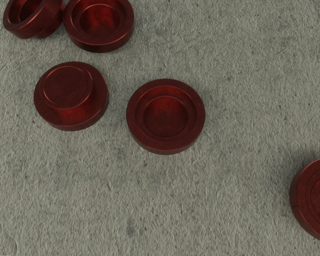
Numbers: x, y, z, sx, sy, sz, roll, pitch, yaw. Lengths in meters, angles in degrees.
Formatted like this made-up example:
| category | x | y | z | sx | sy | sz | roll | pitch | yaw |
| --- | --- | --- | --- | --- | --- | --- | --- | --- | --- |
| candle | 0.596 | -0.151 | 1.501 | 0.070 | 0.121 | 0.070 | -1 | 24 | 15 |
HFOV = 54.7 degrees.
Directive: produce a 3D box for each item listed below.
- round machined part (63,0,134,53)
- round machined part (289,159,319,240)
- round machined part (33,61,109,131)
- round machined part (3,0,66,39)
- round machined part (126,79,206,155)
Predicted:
| category | x | y | z | sx | sy | sz | roll | pitch | yaw |
| --- | --- | --- | --- | --- | --- | --- | --- | --- | --- |
| round machined part | -0.086 | -0.151 | 0.452 | 0.099 | 0.042 | 0.098 | 1 | 70 | -3 |
| round machined part | 0.203 | 0.087 | 0.368 | 0.099 | 0.042 | 0.098 | 0 | 70 | 0 |
| round machined part | -0.121 | -0.048 | 0.416 | 0.099 | 0.042 | 0.098 | 0 | 70 | 0 |
| round machined part | -0.174 | -0.169 | 0.445 | 0.098 | 0.042 | 0.098 | -13 | 63 | 26 |
| round machined part | 0.007 | -0.012 | 0.403 | 0.099 | 0.042 | 0.098 | 0 | 70 | 0 |
